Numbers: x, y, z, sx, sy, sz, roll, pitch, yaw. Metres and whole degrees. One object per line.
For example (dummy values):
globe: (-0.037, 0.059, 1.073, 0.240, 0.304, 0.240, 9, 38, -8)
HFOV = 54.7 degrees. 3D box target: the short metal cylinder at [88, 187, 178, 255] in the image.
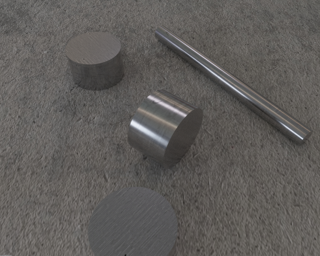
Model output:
short metal cylinder: (-0.024, 0.104, 0.299, 0.081, 0.050, 0.080, 0, 50, 0)

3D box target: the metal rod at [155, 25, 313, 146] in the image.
metal rod: (0.093, -0.078, 0.468, 0.025, 0.025, 0.300, -31, 57, -23)

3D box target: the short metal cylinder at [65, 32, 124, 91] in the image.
short metal cylinder: (-0.098, -0.103, 0.472, 0.081, 0.050, 0.080, 0, 50, 0)

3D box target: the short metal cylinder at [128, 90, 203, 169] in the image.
short metal cylinder: (0.008, 0.001, 0.366, 0.050, 0.080, 0.080, 30, 56, 23)
